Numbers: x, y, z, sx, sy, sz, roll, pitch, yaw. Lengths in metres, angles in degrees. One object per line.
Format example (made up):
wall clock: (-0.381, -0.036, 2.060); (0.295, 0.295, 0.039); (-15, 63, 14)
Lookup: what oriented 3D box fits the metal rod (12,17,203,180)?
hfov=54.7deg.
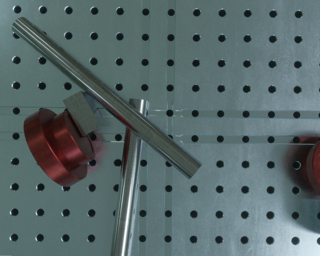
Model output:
metal rod: (-0.072, -0.042, 0.393); (0.300, 0.025, 0.025); (40, 90, 7)

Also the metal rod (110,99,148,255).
metal rod: (-0.046, 0.111, 0.412); (0.025, 0.025, 0.298); (7, 90, 0)

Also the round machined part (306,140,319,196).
round machined part: (0.238, 0.055, 0.397); (0.099, 0.042, 0.098); (-1, 72, 3)

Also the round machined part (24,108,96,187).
round machined part: (-0.114, 0.018, 0.375); (0.042, 0.098, 0.098); (-29, 90, 2)

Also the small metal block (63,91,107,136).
small metal block: (-0.095, -0.018, 0.400); (0.025, 0.050, 0.050); (-29, 90, 0)
